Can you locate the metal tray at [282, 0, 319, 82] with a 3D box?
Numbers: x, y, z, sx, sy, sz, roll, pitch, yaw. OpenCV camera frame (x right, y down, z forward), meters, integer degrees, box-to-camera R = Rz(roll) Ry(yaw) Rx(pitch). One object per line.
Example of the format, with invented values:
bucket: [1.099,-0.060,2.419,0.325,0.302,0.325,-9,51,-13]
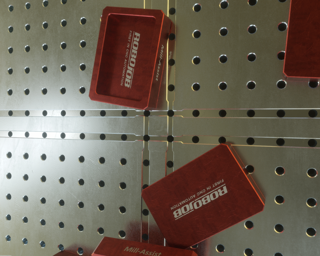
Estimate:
metal tray: [0.190,-0.117,0.343,0.090,0.030,0.129,6,92,20]

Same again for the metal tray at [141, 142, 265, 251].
metal tray: [0.052,0.088,0.392,0.130,0.030,0.090,-33,79,17]

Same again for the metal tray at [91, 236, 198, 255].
metal tray: [-0.016,0.192,0.397,0.130,0.030,0.089,1,115,20]

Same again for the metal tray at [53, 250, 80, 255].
metal tray: [-0.127,0.258,0.455,0.090,0.030,0.129,8,93,19]

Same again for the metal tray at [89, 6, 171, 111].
metal tray: [-0.042,-0.094,0.425,0.090,0.030,0.129,11,94,19]
